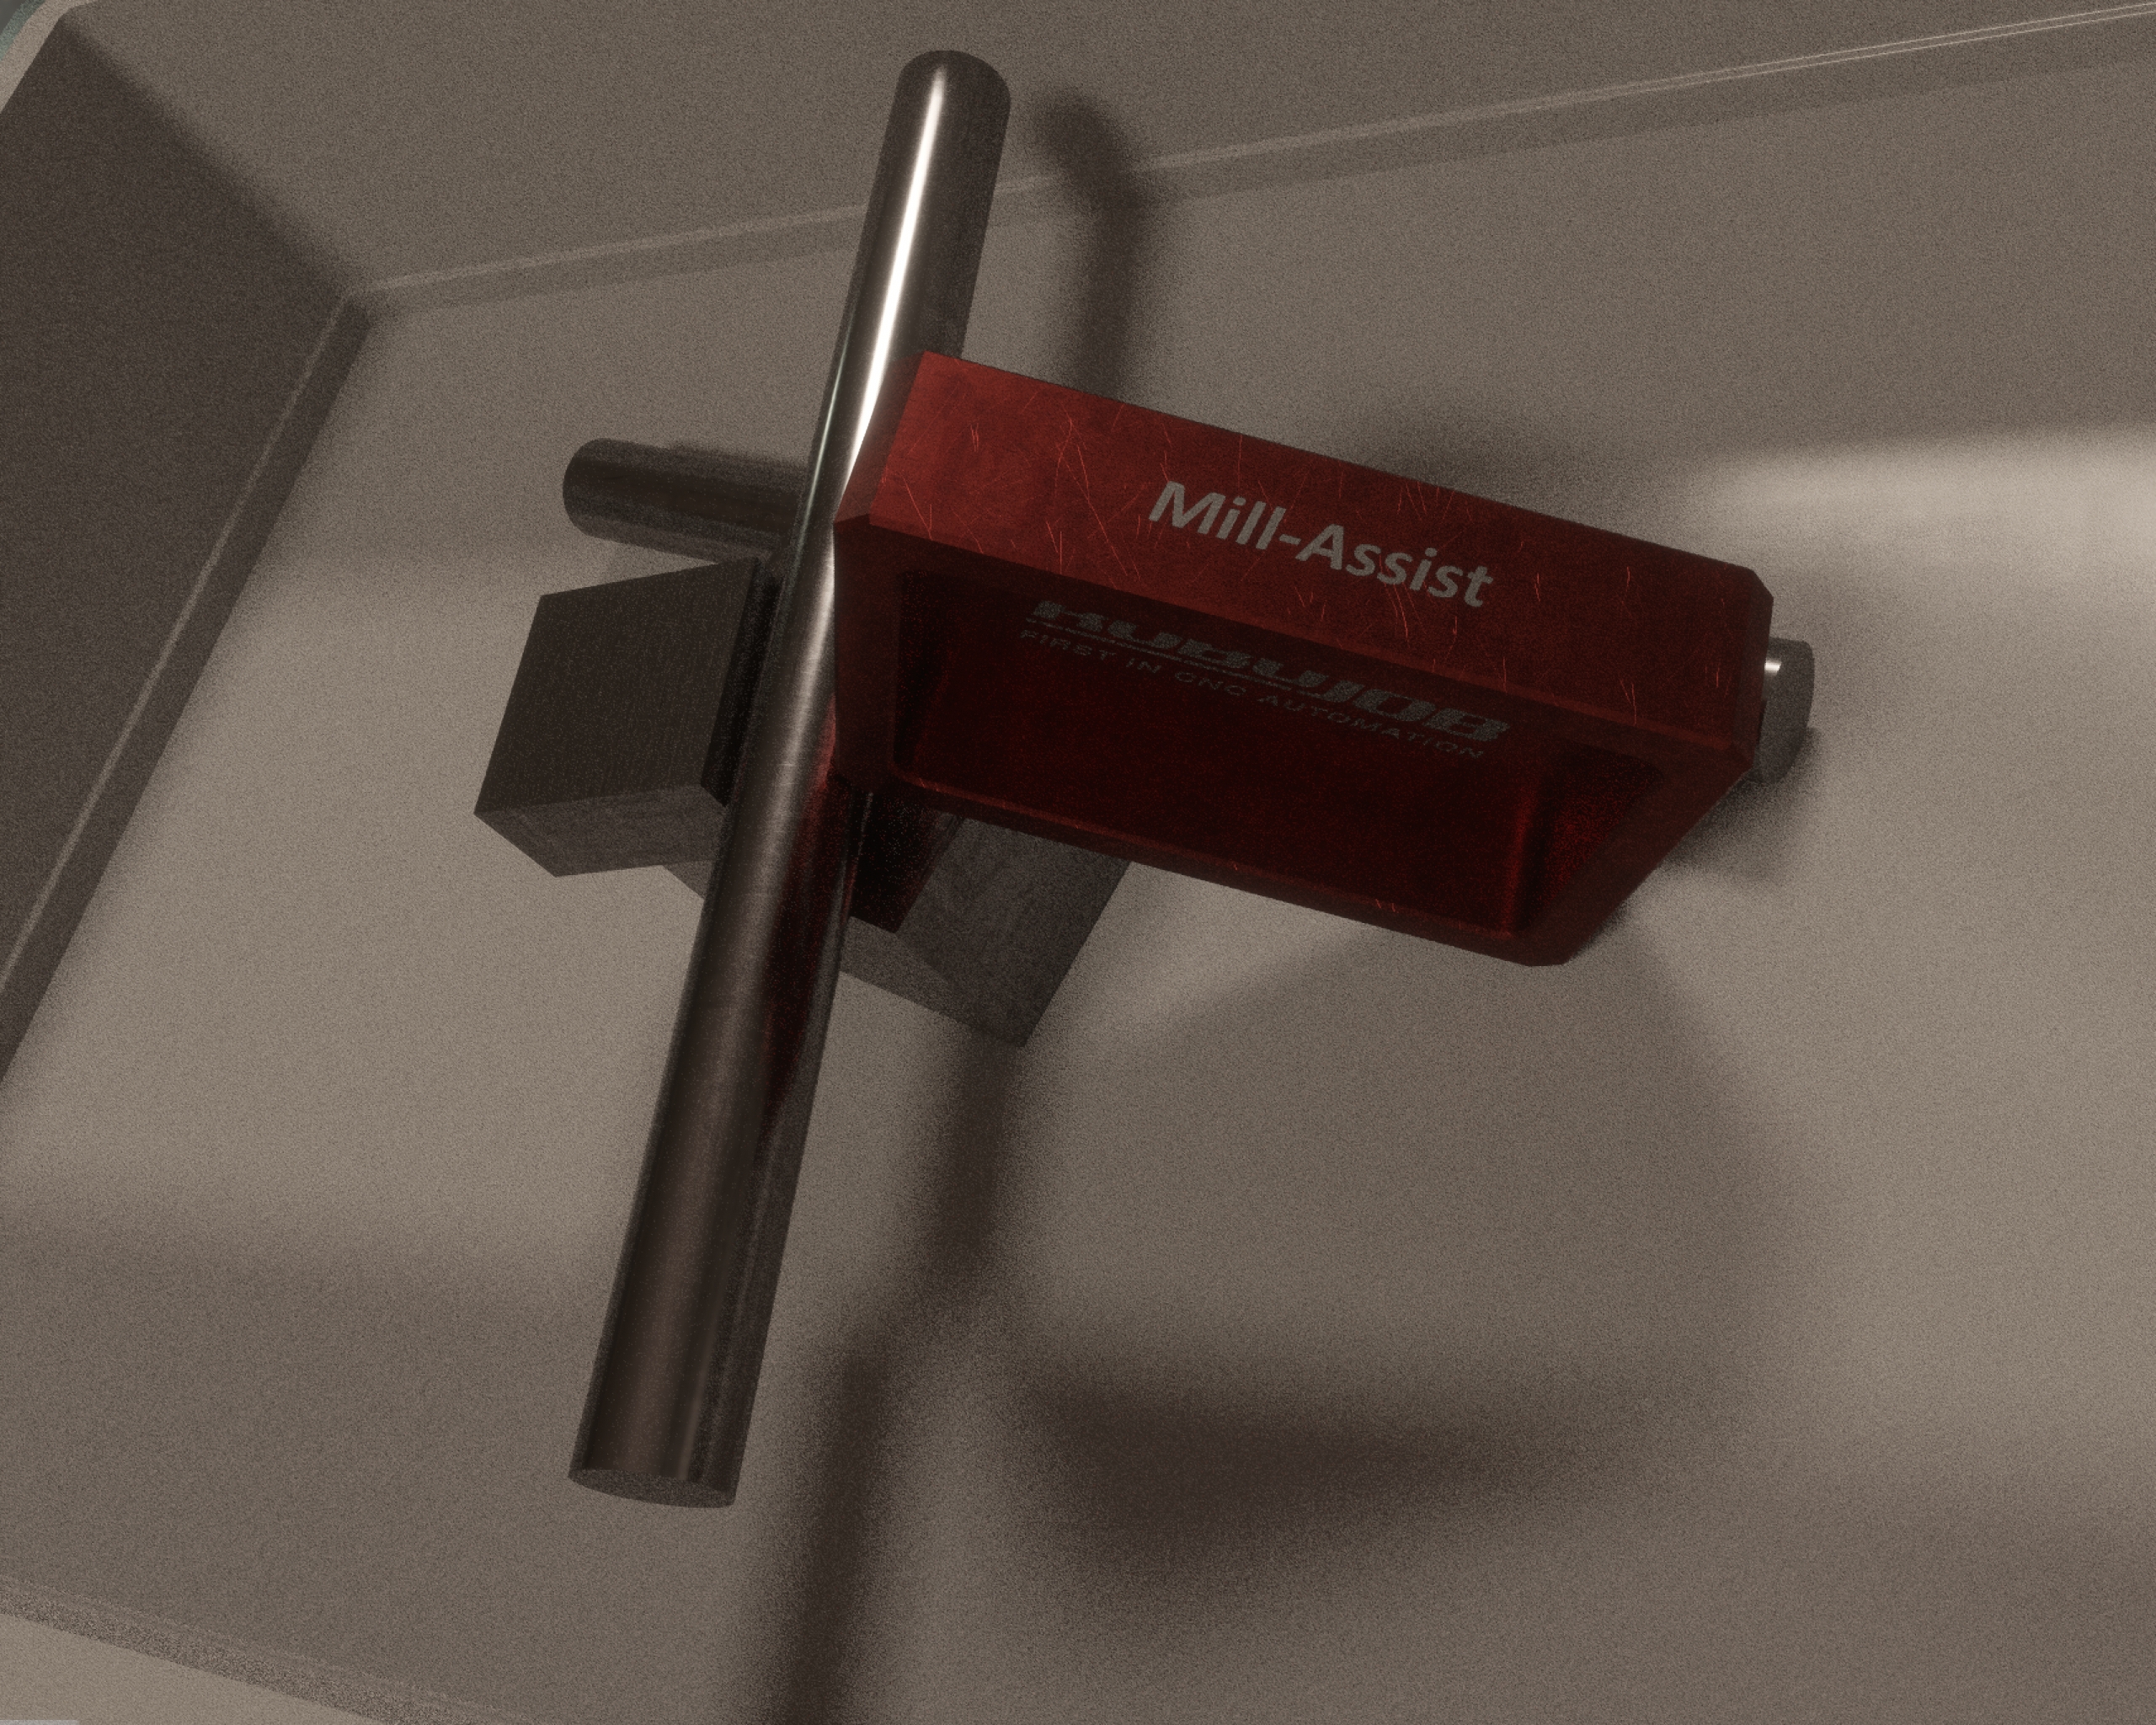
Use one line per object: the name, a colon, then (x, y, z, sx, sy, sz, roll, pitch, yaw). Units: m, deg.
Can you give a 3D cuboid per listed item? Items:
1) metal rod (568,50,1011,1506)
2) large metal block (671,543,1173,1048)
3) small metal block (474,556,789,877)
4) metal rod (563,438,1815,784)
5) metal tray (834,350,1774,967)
metal rod: (-0.046, -0.036, 0.385, 0.025, 0.025, 0.299, -6, 59, 25)
large metal block: (-0.033, -0.020, 0.416, 0.080, 0.050, 0.080, 20, 72, 35)
small metal block: (-0.081, -0.027, 0.397, 0.050, 0.025, 0.050, -6, 59, 24)
metal rod: (0.001, -0.060, 0.439, 0.300, 0.025, 0.025, 16, 70, 34)
metal tray: (0.029, -0.027, 0.329, 0.131, 0.090, 0.030, 15, 67, 0)
